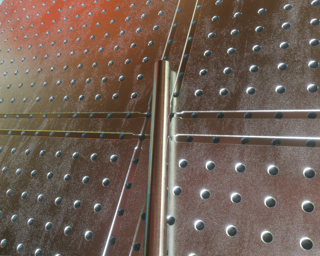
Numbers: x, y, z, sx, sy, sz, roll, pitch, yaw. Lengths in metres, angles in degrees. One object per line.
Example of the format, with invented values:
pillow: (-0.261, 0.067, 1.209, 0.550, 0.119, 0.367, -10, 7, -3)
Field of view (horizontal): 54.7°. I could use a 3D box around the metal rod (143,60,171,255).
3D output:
metal rod: (-0.001, 0.036, 0.385, 0.025, 0.025, 0.299, -11, 57, 22)
